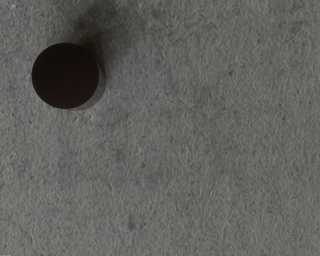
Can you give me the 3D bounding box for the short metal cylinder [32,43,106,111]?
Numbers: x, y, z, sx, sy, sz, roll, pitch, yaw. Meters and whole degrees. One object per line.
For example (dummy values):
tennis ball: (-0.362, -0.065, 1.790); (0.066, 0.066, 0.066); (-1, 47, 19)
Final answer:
short metal cylinder: (-0.114, -0.063, 0.396); (0.081, 0.050, 0.079); (0, 90, -1)
